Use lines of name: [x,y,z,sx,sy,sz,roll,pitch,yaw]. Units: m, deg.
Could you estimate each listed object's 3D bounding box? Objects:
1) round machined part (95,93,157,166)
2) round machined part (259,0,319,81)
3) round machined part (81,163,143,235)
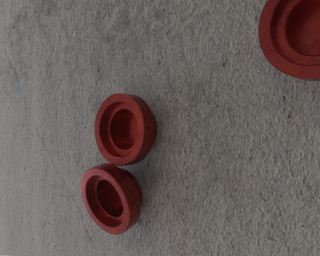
round machined part: [-0.043,0.002,0.430,0.098,0.042,0.097,0,90,40]
round machined part: [0.143,-0.090,0.275,0.098,0.042,0.097,0,90,40]
round machined part: [-0.063,0.095,0.437,0.098,0.042,0.097,14,113,36]
